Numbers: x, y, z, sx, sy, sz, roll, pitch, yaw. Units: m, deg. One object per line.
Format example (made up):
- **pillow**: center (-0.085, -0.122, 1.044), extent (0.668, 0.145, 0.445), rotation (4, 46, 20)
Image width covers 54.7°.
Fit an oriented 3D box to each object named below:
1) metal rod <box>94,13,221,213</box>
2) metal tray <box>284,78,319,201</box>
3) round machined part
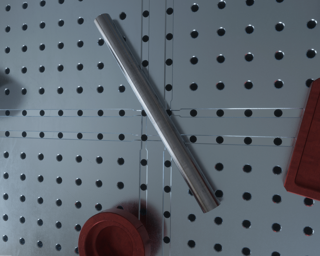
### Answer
- **metal rod**: center (-0.008, -0.027, 0.414), extent (0.025, 0.025, 0.299), rotation (-33, 80, 17)
- **metal tray**: center (0.198, 0.018, 0.340), extent (0.090, 0.030, 0.129), rotation (15, 95, 19)
- **round machined part**: center (-0.058, 0.158, 0.423), extent (0.098, 0.042, 0.097), rotation (0, 90, 19)
